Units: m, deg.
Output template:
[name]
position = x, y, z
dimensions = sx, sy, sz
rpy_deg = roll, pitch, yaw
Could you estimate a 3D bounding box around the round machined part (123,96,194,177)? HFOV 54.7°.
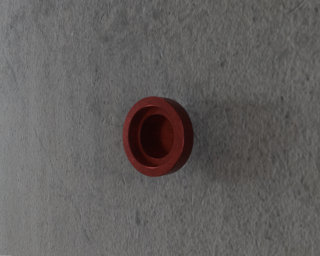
[round machined part]
position = 0.002, 0.010, 0.390
dimensions = 0.098, 0.042, 0.097
rpy_deg = 0, 90, 39
